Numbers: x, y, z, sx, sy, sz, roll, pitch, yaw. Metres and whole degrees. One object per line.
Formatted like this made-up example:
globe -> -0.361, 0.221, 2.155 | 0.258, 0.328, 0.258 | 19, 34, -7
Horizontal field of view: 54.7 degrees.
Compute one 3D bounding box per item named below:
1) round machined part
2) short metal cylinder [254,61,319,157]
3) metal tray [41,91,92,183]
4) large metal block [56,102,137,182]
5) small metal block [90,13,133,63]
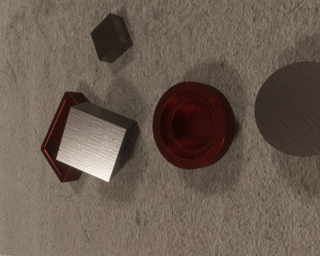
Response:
round machined part -> 0.042, -0.003, 0.358 | 0.098, 0.042, 0.097 | 0, 90, 39
short metal cylinder -> 0.134, -0.016, 0.278 | 0.080, 0.050, 0.079 | 0, 90, 39
metal tray -> -0.148, 0.016, 0.520 | 0.090, 0.030, 0.129 | 46, 117, 30
large metal block -> -0.088, 0.017, 0.438 | 0.080, 0.050, 0.079 | 22, 106, 6
small metal block -> -0.073, -0.133, 0.463 | 0.050, 0.025, 0.050 | -31, 71, 35
